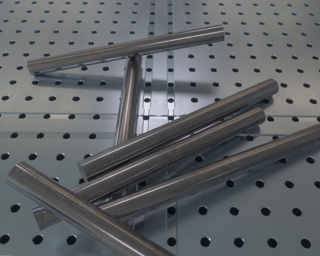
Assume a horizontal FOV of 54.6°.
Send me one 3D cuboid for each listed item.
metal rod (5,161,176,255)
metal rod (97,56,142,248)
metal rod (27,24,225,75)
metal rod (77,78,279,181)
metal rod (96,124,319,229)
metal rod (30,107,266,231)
[{"bbox_3d":[-0.002,0.115,0.266,0.301,0.025,0.025,30,55,6],"label":"metal rod"},{"bbox_3d":[-0.045,0.002,0.405,0.025,0.025,0.300,1,50,1],"label":"metal rod"},{"bbox_3d":[-0.054,-0.119,0.476,0.301,0.025,0.025,-9,50,5],"label":"metal rod"},{"bbox_3d":[0.042,-0.007,0.394,0.302,0.025,0.025,-24,54,-26],"label":"metal rod"},{"bbox_3d":[0.075,0.047,0.351,0.302,0.025,0.025,-17,52,-21],"label":"metal rod"},{"bbox_3d":[0.009,0.034,0.356,0.302,0.025,0.025,-22,53,-26],"label":"metal rod"}]
